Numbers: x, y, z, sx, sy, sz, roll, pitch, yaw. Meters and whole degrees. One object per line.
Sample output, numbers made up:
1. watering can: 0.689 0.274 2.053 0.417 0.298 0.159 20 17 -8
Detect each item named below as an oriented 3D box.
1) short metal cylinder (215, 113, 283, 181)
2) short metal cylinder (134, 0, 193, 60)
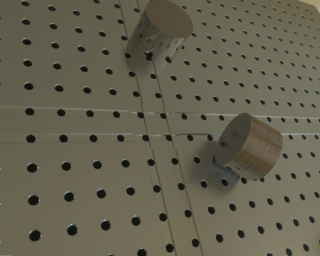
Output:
1. short metal cylinder: 0.119 0.026 0.423 0.050 0.080 0.080 28 52 -11
2. short metal cylinder: 0.005 -0.156 0.492 0.081 0.050 0.080 14 56 -21
